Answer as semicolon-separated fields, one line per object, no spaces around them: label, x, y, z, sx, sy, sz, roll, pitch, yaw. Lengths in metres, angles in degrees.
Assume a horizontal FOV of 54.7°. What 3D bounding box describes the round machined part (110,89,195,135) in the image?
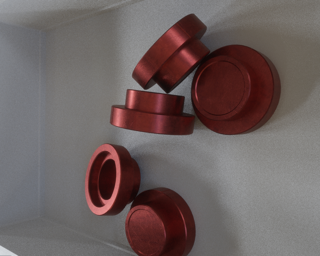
round machined part;-0.007;-0.021;0.364;0.098;0.099;0.042;13;98;39

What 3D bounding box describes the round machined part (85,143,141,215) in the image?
round machined part;-0.064;0.073;0.435;0.098;0.042;0.098;-19;65;48

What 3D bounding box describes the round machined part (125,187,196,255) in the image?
round machined part;-0.007;0.129;0.399;0.098;0.042;0.097;0;90;39

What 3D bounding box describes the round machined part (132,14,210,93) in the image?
round machined part;0.018;-0.077;0.350;0.042;0.098;0.098;46;121;0

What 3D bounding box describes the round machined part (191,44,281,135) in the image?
round machined part;0.074;-0.041;0.334;0.098;0.042;0.097;0;90;39
